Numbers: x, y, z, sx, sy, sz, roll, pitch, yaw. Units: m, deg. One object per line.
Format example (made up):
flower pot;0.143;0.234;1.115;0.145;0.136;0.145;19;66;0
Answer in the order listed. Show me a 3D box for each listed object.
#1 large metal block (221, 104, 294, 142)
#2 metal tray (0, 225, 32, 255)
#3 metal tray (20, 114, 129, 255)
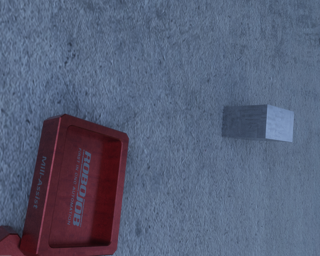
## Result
large metal block;0.159;-0.006;0.506;0.081;0.080;0.050;8;85;-40
metal tray;-0.143;0.169;0.283;0.091;0.030;0.129;-38;114;-34
metal tray;-0.080;0.060;0.314;0.090;0.030;0.129;21;67;-47
